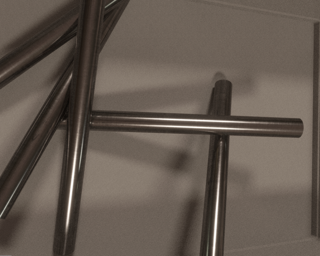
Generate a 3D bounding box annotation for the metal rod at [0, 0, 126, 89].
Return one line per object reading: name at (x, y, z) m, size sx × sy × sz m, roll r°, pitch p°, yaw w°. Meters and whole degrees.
metal rod at (-0.146, -0.080, 0.339) m, size 0.301 × 0.025 × 0.025 m, roll -39°, pitch 103°, yaw -10°

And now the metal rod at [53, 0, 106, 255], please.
metal rod at (-0.091, 0.000, 0.343) m, size 0.025 × 0.025 × 0.298 m, roll 6°, pitch 101°, yaw -20°

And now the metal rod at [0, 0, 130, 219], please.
metal rod at (-0.106, -0.045, 0.350) m, size 0.025 × 0.025 × 0.300 m, roll 30°, pitch 72°, yaw -18°

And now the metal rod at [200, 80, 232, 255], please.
metal rod at (0.068, 0.064, 0.371) m, size 0.025 × 0.025 × 0.300 m, roll 23°, pitch 57°, yaw -19°

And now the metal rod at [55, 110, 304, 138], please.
metal rod at (0.024, -0.005, 0.378) m, size 0.302 × 0.025 × 0.025 m, roll 2°, pitch 90°, yaw -5°
